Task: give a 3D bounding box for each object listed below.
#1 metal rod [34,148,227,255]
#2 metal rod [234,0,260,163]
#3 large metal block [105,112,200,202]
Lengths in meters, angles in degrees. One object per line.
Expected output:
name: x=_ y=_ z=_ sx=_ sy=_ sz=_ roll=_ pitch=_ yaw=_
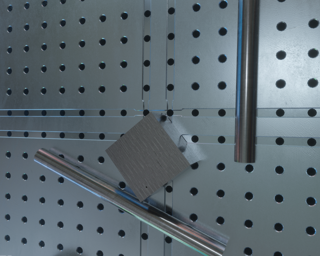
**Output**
metal rod: x=-0.054 y=0.100 z=0.431 sx=0.301 sy=0.025 sz=0.025 roll=24 pitch=98 yaw=18
metal rod: x=0.106 y=-0.108 z=0.374 sx=0.025 sy=0.025 sz=0.298 roll=2 pitch=91 yaw=20
large metal block: x=-0.009 y=0.036 z=0.402 sx=0.080 sy=0.050 sz=0.080 roll=-40 pitch=78 yaw=15
